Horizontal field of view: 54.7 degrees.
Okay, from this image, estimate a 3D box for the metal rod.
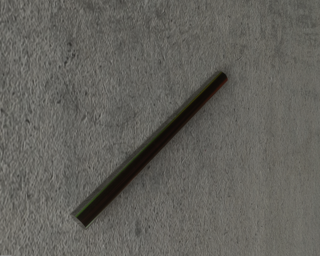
[{"bbox_3d":[0.004,0.011,0.412,0.301,0.025,0.025,-44,117,-31],"label":"metal rod"}]
